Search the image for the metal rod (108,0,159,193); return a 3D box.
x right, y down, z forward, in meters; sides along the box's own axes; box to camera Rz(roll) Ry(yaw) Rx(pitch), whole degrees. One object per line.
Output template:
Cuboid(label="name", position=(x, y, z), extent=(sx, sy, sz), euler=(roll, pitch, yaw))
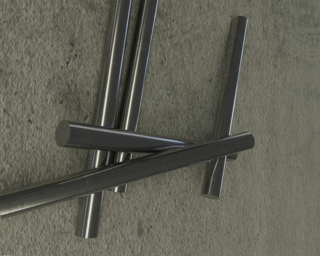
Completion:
Cuboid(label="metal rod", position=(-0.028, -0.073, 0.380), extent=(0.025, 0.025, 0.299), euler=(15, 80, -39))

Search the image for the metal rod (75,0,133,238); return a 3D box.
Cuboid(label="metal rod", position=(-0.061, -0.031, 0.353), extent=(0.025, 0.025, 0.298), euler=(12, 82, -39))

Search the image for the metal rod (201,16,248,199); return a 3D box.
Cuboid(label="metal rod", position=(0.099, -0.045, 0.458), extent=(0.025, 0.025, 0.299), euler=(32, 61, -36))

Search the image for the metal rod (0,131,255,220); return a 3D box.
Cuboid(label="metal rod", position=(-0.012, 0.043, 0.347), extent=(0.303, 0.025, 0.025), euler=(-11, 98, -28))

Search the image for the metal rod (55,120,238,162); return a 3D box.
Cuboid(label="metal rod", position=(0.013, 0.024, 0.390), extent=(0.302, 0.025, 0.025), euler=(10, 84, -47))
